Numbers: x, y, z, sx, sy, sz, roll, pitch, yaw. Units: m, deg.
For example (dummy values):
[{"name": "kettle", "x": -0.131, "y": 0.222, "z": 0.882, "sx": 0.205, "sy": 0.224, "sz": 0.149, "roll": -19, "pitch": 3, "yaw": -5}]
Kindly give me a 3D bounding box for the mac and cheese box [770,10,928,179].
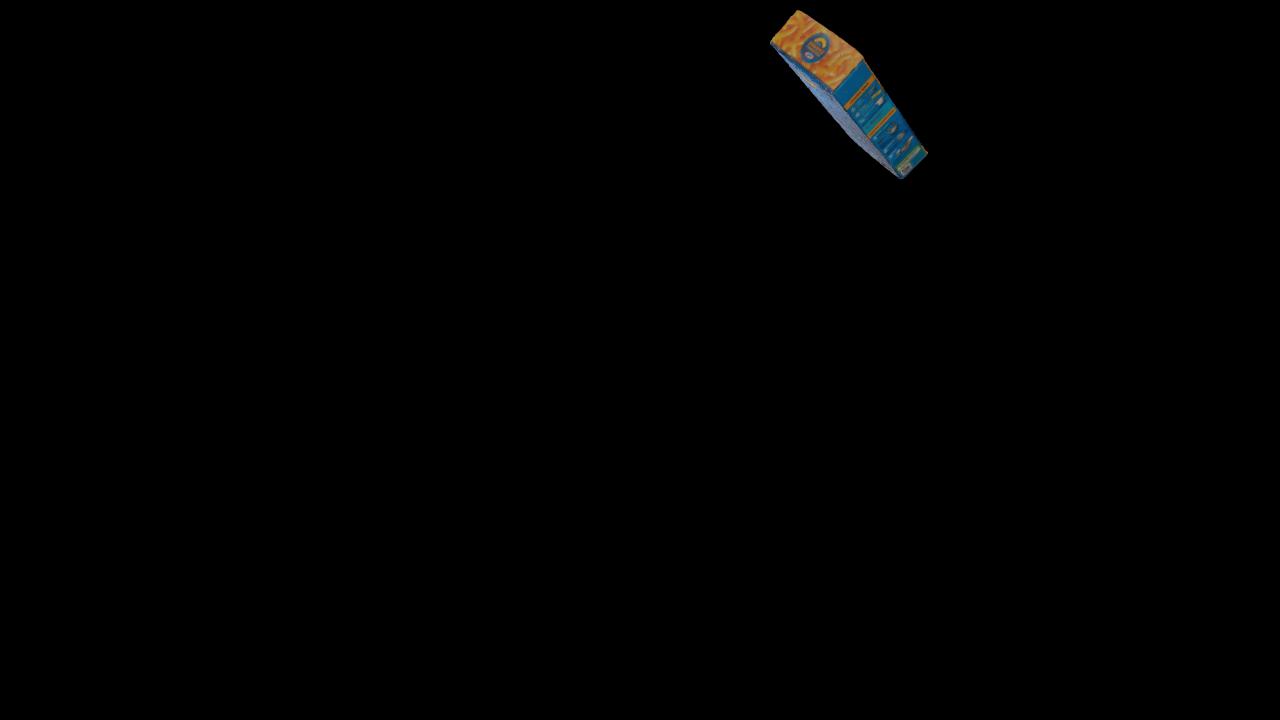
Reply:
[{"name": "mac and cheese box", "x": 0.202, "y": -0.243, "z": 0.580, "sx": 0.041, "sy": 0.093, "sz": 0.184, "roll": -46, "pitch": -34, "yaw": 23}]
